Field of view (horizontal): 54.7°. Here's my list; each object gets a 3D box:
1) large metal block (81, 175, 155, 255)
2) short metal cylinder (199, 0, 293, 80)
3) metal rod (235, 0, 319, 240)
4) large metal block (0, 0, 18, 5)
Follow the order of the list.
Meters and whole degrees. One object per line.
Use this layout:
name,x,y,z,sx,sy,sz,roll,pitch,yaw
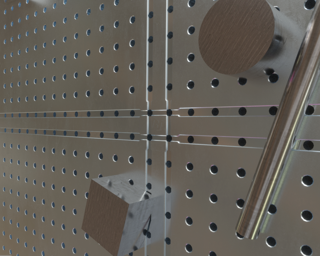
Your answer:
large metal block,-0.061,0.122,0.444,0.080,0.050,0.079,22,104,38
short metal cylinder,0.088,-0.092,0.321,0.080,0.050,0.080,0,90,40
metal rod,0.132,-0.028,0.300,0.025,0.025,0.298,25,106,37
large metal block,-0.339,-0.323,0.673,0.080,0.050,0.079,4,93,40
